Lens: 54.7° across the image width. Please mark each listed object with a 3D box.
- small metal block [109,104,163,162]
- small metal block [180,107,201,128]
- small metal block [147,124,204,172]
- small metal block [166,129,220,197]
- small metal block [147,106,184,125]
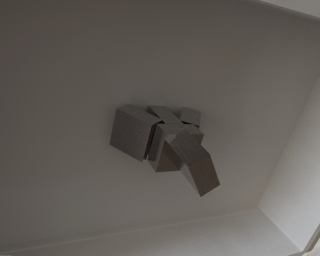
[{"bbox_3d":[-0.030,0.006,0.374,0.025,0.050,0.050,-27,138,-56],"label":"small metal block"},{"bbox_3d":[0.034,0.006,0.410,0.025,0.050,0.050,16,115,2],"label":"small metal block"},{"bbox_3d":[0.018,0.023,0.364,0.050,0.025,0.050,1,118,-29],"label":"small metal block"},{"bbox_3d":[0.036,0.037,0.335,0.025,0.050,0.050,-31,128,-8],"label":"small metal block"},{"bbox_3d":[0.001,0.005,0.393,0.025,0.050,0.050,1,118,-29],"label":"small metal block"}]
